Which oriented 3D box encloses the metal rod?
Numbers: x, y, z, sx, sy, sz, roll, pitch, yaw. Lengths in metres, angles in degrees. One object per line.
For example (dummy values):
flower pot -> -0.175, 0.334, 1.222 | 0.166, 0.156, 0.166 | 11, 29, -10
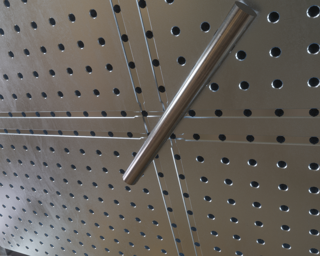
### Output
metal rod -> 0.018, -0.018, 0.390 | 0.025, 0.025, 0.298 | 37, 129, 4
